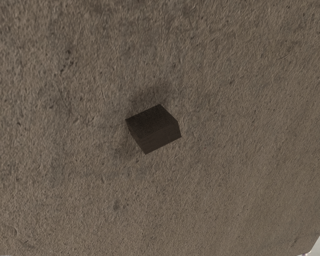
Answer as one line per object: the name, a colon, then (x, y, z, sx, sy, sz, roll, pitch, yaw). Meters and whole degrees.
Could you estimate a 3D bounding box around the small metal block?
small metal block: (-0.009, 0.000, 0.388, 0.050, 0.050, 0.025, -26, 128, -13)
